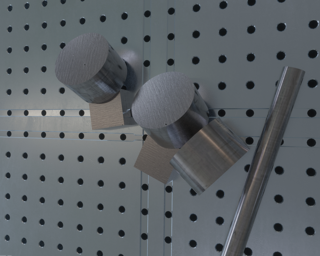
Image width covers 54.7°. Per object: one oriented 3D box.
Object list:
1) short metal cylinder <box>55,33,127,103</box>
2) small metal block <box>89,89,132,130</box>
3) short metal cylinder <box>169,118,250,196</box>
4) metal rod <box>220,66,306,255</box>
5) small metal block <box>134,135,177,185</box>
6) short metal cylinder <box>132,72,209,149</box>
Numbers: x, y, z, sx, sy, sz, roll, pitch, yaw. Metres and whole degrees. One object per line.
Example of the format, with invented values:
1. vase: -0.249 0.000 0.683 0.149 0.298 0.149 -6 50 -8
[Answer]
1. short metal cylinder: -0.092 -0.080 0.417 0.080 0.050 0.080 -9 64 19
2. small metal block: -0.070 -0.025 0.437 0.050 0.025 0.050 -9 87 19
3. short metal cylinder: 0.058 0.033 0.363 0.080 0.080 0.050 -46 76 14
4. metal rod: 0.112 0.075 0.372 0.025 0.025 0.298 19 96 19
5. small metal block: 0.001 0.040 0.412 0.050 0.025 0.050 27 99 18
6. short metal cylinder: 0.013 -0.021 0.376 0.080 0.050 0.080 -15 54 21
